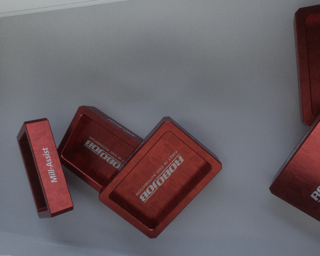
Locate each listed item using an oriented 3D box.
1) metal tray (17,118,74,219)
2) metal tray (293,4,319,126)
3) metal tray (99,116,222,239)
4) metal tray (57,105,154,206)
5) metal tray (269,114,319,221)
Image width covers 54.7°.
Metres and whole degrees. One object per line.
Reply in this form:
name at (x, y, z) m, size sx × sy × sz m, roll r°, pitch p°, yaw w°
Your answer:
metal tray at (-0.166, 0.060, 0.440) m, size 0.090 × 0.030 × 0.129 m, roll -28°, pitch 79°, yaw 56°
metal tray at (0.199, -0.070, 0.337) m, size 0.090 × 0.030 × 0.129 m, roll -4°, pitch 89°, yaw 19°
metal tray at (0.000, 0.062, 0.384) m, size 0.090 × 0.030 × 0.130 m, roll 40°, pitch 98°, yaw -9°
metal tray at (-0.075, 0.038, 0.434) m, size 0.130 × 0.030 × 0.090 m, roll 33°, pitch 100°, yaw 17°
metal tray at (0.177, 0.043, 0.305) m, size 0.090 × 0.030 × 0.129 m, roll 31°, pitch 139°, yaw 17°
